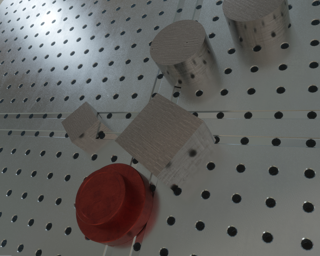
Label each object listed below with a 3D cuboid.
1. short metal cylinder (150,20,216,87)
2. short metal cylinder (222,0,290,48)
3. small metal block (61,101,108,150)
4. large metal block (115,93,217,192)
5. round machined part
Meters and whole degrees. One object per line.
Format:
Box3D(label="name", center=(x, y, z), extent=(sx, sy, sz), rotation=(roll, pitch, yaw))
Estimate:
Box3D(label="short metal cylinder", center=(0.033, -0.105, 0.438), extent=(0.080, 0.050, 0.080), rotation=(-13, 56, 20))
Box3D(label="short metal cylinder", center=(0.131, -0.156, 0.419), extent=(0.080, 0.050, 0.080), rotation=(-13, 56, 20))
Box3D(label="small metal block", center=(-0.115, -0.004, 0.469), extent=(0.050, 0.025, 0.050), rotation=(-41, 51, 0))
Box3D(label="large metal block", center=(0.007, 0.016, 0.378), extent=(0.080, 0.050, 0.080), rotation=(-49, 52, -7))
Box3D(label="round machined part", center=(-0.062, 0.087, 0.375), extent=(0.098, 0.042, 0.098), rotation=(-13, 56, 20))
